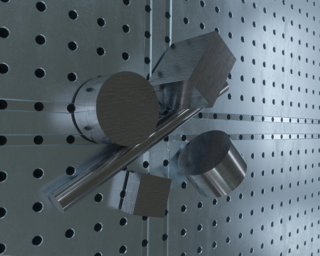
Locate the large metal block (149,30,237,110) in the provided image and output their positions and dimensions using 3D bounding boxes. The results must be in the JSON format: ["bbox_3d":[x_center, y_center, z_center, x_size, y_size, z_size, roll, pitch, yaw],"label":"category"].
[{"bbox_3d":[0.039,-0.071,0.402,0.050,0.080,0.080,44,64,-32],"label":"large metal block"}]

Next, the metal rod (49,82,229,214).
[{"bbox_3d":[-0.004,0.005,0.402,0.302,0.025,0.025,-35,112,-34],"label":"metal rod"}]

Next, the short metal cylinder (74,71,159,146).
[{"bbox_3d":[-0.048,-0.021,0.348,0.081,0.050,0.079,0,90,-40],"label":"short metal cylinder"}]

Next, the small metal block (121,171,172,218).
[{"bbox_3d":[-0.016,0.084,0.391,0.050,0.025,0.050,19,78,-38],"label":"small metal block"}]

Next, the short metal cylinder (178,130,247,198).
[{"bbox_3d":[0.072,0.049,0.430,0.050,0.080,0.080,51,60,-28],"label":"short metal cylinder"}]
